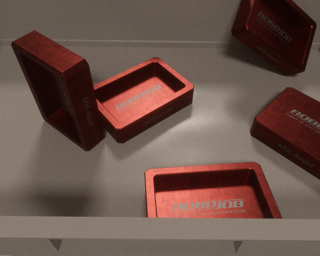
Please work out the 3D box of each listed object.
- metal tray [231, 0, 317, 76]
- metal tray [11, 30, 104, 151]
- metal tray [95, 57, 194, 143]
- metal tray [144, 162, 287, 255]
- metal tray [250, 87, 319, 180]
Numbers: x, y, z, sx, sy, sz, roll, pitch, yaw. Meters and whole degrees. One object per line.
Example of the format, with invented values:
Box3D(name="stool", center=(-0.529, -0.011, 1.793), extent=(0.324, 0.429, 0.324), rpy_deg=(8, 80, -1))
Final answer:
Box3D(name="metal tray", center=(0.172, -0.147, 0.459), extent=(0.131, 0.030, 0.090), rpy_deg=(26, 76, -27))
Box3D(name="metal tray", center=(-0.116, -0.039, 0.368), extent=(0.090, 0.129, 0.030), rpy_deg=(32, 57, 23))
Box3D(name="metal tray", center=(-0.028, -0.044, 0.438), extent=(0.131, 0.030, 0.090), rpy_deg=(-31, 57, -24))
Box3D(name="metal tray", center=(0.051, 0.083, 0.326), extent=(0.131, 0.030, 0.090), rpy_deg=(-3, 43, -4))
Box3D(name="metal tray", center=(0.196, 0.009, 0.397), extent=(0.130, 0.030, 0.091), rpy_deg=(37, 59, 26))
